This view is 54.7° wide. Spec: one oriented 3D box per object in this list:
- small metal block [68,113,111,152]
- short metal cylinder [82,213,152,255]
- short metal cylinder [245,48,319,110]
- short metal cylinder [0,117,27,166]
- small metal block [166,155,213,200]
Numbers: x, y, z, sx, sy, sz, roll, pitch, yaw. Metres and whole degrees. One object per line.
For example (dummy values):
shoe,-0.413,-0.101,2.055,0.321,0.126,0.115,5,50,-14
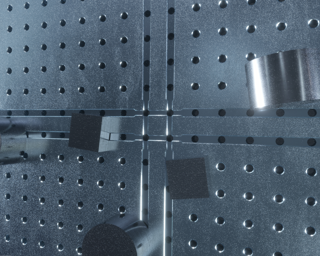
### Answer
small metal block,-0.102,0.006,0.448,0.050,0.025,0.050,8,93,19
short metal cylinder,-0.057,0.162,0.419,0.080,0.050,0.079,0,90,20
short metal cylinder,0.136,-0.050,0.335,0.080,0.080,0.050,-7,88,20
short metal cylinder,-0.262,0.021,0.492,0.080,0.050,0.079,0,90,20
small metal block,0.038,0.064,0.399,0.050,0.025,0.050,-8,88,19
